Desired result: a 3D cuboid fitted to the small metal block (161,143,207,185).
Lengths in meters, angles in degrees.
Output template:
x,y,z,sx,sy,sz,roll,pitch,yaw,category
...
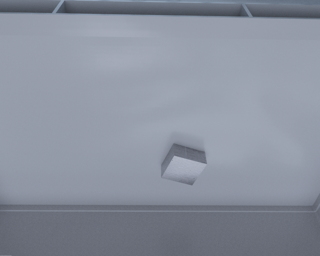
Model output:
x,y,z,sx,sy,sz,roll,pitch,yaw,category
0.034,0.054,0.456,0.050,0.025,0.050,16,128,-14,small metal block
